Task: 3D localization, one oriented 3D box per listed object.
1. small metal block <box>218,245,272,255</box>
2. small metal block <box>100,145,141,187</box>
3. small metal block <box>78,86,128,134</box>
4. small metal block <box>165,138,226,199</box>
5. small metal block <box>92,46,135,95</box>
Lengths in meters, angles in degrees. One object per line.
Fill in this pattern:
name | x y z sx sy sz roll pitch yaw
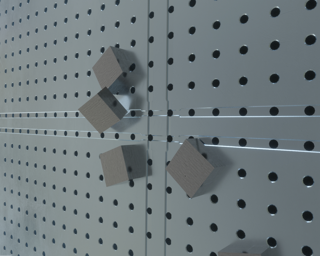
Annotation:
small metal block | 0.095 0.156 0.332 0.050 0.025 0.050 -16 80 39
small metal block | -0.059 0.056 0.460 0.050 0.025 0.050 -24 75 37
small metal block | -0.086 -0.026 0.466 0.050 0.025 0.050 -31 106 36
small metal block | 0.042 0.048 0.376 0.050 0.025 0.050 47 118 30
small metal block | -0.071 -0.086 0.469 0.050 0.025 0.050 -41 65 32
